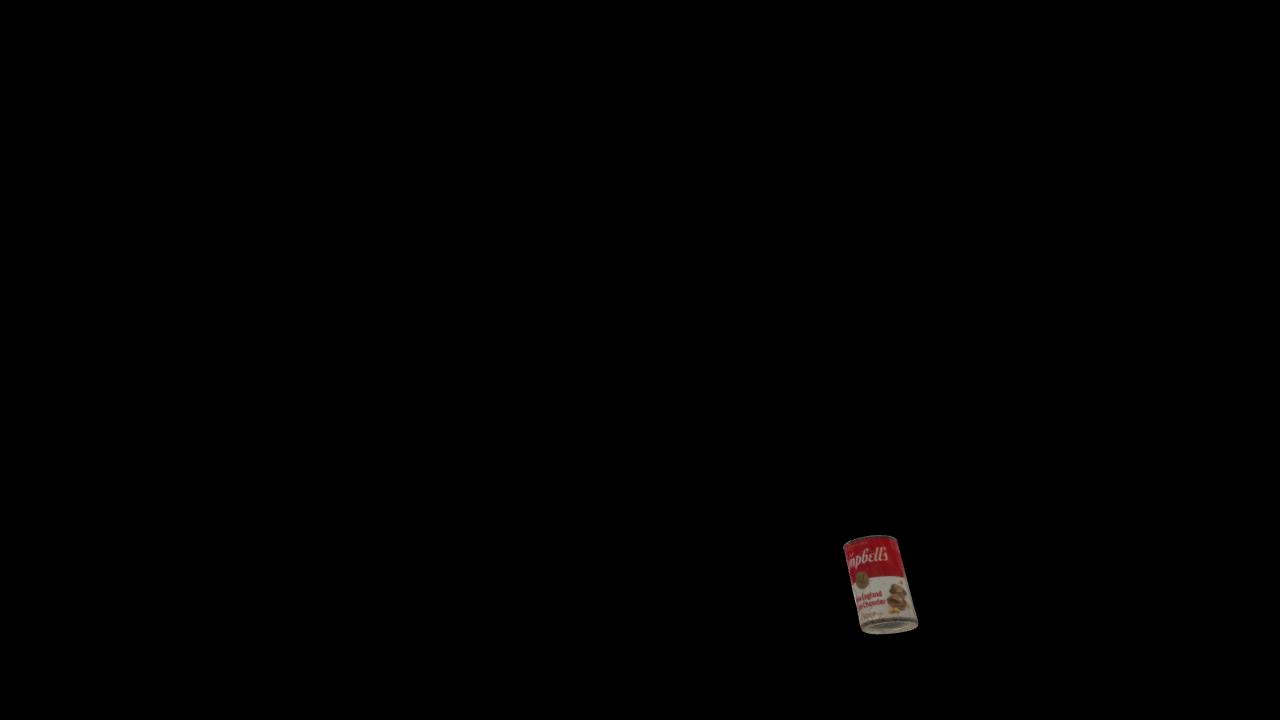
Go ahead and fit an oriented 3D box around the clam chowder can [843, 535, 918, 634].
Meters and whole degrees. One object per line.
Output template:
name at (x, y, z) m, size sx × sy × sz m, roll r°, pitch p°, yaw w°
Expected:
clam chowder can at (0.295, 0.277, 0.757) m, size 0.068 × 0.102 × 0.068 m, roll -1°, pitch -35°, yaw -1°
